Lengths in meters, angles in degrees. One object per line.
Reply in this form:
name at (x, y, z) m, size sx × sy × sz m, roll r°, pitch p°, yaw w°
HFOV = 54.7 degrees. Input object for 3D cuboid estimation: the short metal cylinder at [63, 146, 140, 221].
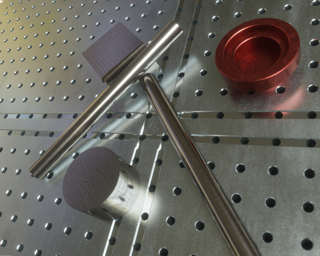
short metal cylinder at (-0.072, 0.070, 0.386) m, size 0.080 × 0.050 × 0.080 m, roll -13°, pitch 56°, yaw 21°

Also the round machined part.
round machined part at (0.122, -0.085, 0.385) m, size 0.098 × 0.042 × 0.098 m, roll -13°, pitch 56°, yaw 20°

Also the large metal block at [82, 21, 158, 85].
large metal block at (-0.065, -0.110, 0.492) m, size 0.080 × 0.050 × 0.080 m, roll -40°, pitch 51°, yaw 0°

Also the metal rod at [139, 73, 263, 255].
metal rod at (0.036, 0.033, 0.368) m, size 0.025 × 0.025 × 0.300 m, roll -33°, pitch 52°, yaw 6°

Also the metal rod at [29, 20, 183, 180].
metal rod at (-0.080, -0.039, 0.455) m, size 0.300 × 0.025 × 0.025 m, roll -46°, pitch 51°, yaw 2°
